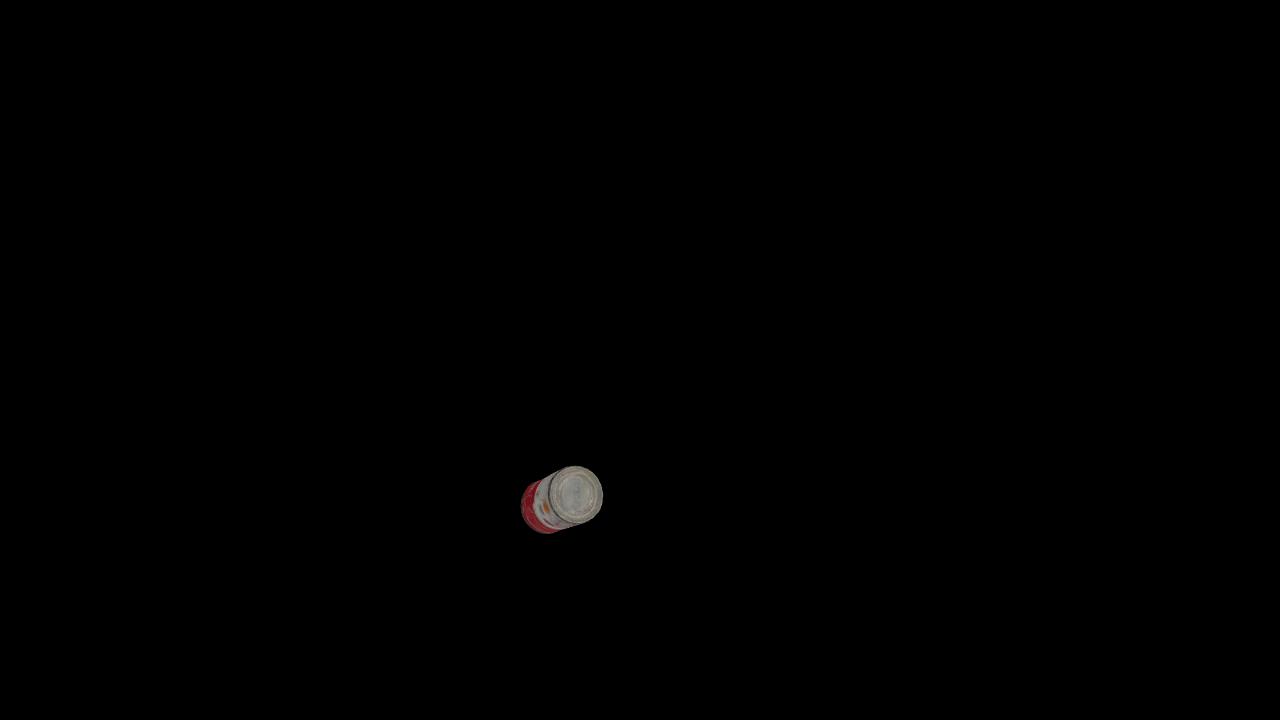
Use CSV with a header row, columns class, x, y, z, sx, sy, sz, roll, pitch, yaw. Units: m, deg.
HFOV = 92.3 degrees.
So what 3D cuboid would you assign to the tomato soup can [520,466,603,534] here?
class,x,y,z,sx,sy,sz,roll,pitch,yaw
tomato soup can,-0.094,0.166,0.726,0.068,0.068,0.101,0,-19,-29
